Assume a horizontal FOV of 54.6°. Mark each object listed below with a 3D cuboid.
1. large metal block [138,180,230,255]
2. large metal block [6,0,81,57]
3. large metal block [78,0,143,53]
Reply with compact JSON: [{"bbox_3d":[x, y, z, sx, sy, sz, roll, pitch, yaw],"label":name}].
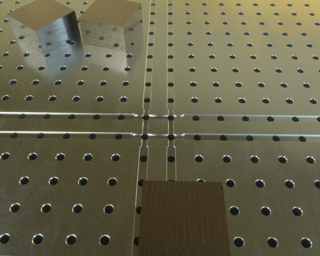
[{"bbox_3d":[0.022,0.100,0.307,0.080,0.050,0.080,1,50,1],"label":"large metal block"},{"bbox_3d":[-0.201,-0.179,0.541,0.080,0.050,0.080,32,57,24],"label":"large metal block"},{"bbox_3d":[-0.083,-0.184,0.546,0.080,0.050,0.080,15,52,12],"label":"large metal block"}]
